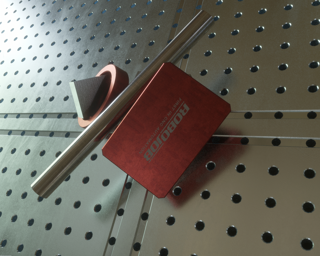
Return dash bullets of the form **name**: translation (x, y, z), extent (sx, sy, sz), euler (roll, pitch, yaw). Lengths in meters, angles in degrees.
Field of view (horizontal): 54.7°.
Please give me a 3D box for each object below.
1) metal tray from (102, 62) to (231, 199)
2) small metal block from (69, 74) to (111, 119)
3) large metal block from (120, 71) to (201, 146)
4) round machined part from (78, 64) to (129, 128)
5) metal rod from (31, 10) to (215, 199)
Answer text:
- **metal tray**: translation (0.007, 0.003, 0.355), extent (0.090, 0.030, 0.130), euler (37, 96, 7)
- **small metal block**: translation (-0.092, -0.045, 0.430), extent (0.050, 0.050, 0.025), euler (-18, 14, -27)
- **large metal block**: translation (0.000, -0.025, 0.406), extent (0.080, 0.050, 0.080), euler (9, 66, 32)
- **round machined part**: translation (-0.072, -0.037, 0.439), extent (0.098, 0.042, 0.098), euler (-34, 42, 38)
- **metal rod**: translation (-0.042, -0.033, 0.384), extent (0.300, 0.025, 0.025), euler (-47, 52, -5)
